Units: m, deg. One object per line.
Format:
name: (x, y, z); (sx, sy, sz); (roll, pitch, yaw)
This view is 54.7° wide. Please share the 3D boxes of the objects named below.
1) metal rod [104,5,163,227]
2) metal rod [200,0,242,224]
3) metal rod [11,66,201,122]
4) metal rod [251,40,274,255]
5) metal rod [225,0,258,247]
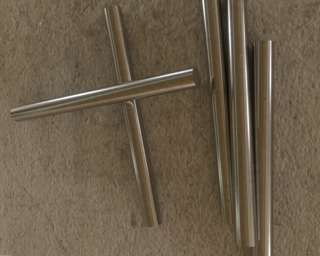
metal rod: (-0.037, -0.018, 0.421); (0.025, 0.025, 0.298); (-12, 86, 19)
metal rod: (0.074, -0.035, 0.382); (0.025, 0.025, 0.298); (-6, 88, 19)
metal rod: (-0.091, -0.040, 0.418); (0.300, 0.025, 0.025); (-8, 88, 27)
metal rod: (0.121, 0.049, 0.366); (0.025, 0.025, 0.298); (0, 90, 19)
metal rod: (0.095, -0.018, 0.363); (0.025, 0.025, 0.298); (-3, 85, 19)
